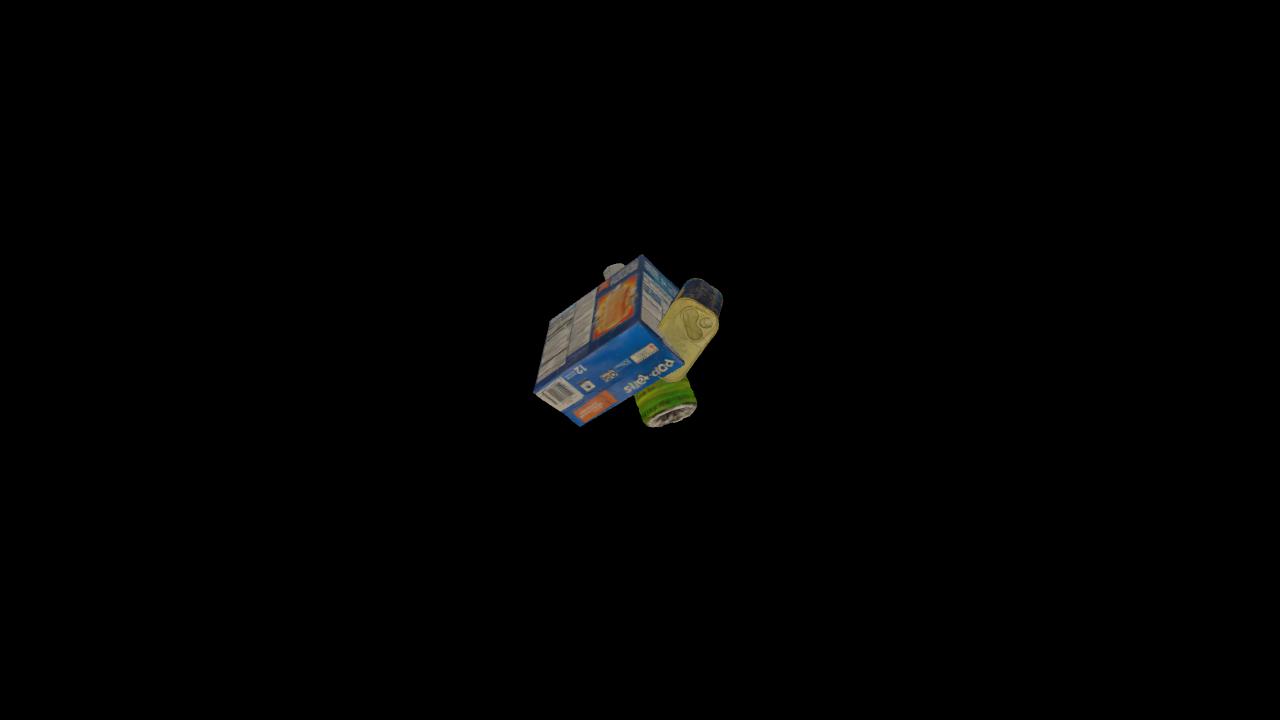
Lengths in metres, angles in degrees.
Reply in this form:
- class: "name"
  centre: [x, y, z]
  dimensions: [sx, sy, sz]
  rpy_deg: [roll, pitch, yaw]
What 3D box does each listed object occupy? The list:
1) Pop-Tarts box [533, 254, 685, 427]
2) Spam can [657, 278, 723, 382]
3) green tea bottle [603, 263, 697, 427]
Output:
- class: "Pop-Tarts box"
  centre: [-0.035, -0.023, 0.751]
  dimensions: [0.167, 0.141, 0.083]
  rpy_deg: [-32, -57, 26]
- class: "Spam can"
  centre: [0.050, -0.037, 0.709]
  dimensions: [0.058, 0.101, 0.085]
  rpy_deg: [33, 26, -4]
- class: "green tea bottle"
  centre: [0.002, -0.024, 0.758]
  dimensions: [0.073, 0.212, 0.073]
  rpy_deg: [-20, -21, -8]
